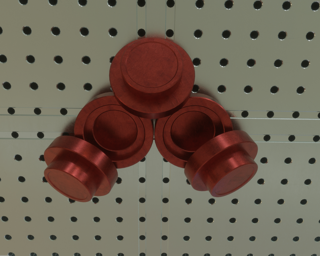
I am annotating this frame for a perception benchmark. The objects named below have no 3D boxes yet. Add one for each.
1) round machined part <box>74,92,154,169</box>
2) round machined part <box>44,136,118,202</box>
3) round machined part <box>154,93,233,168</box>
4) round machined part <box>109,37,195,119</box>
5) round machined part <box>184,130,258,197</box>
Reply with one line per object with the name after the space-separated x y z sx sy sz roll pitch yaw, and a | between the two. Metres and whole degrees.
-0.057 0.000 0.403 0.099 0.042 0.097 0 110 -1 | round machined part
-0.108 0.059 0.400 0.098 0.042 0.097 16 139 15 | round machined part
0.042 0.001 0.405 0.099 0.042 0.097 0 110 -1 | round machined part
-0.009 -0.063 0.354 0.099 0.042 0.098 0 72 -1 | round machined part
0.084 0.052 0.396 0.099 0.042 0.097 -20 143 -16 | round machined part
